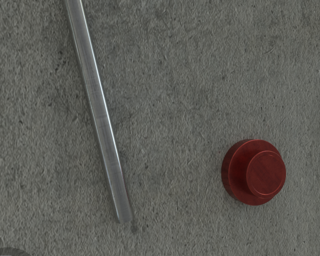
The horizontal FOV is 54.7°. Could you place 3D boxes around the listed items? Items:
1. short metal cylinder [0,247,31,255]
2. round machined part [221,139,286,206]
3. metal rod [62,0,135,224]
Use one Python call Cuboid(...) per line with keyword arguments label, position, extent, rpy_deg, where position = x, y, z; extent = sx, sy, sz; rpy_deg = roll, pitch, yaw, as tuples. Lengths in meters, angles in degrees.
Cuboid(label="short metal cylinder", position=(-0.173, 0.178, 0.332), extent=(0.081, 0.050, 0.080), rpy_deg=(0, 90, -20))
Cuboid(label="round machined part", position=(0.143, 0.065, 0.453), extent=(0.099, 0.042, 0.097), rpy_deg=(0, 90, -20))
Cuboid(label="metal rod", position=(-0.077, -0.029, 0.380), extent=(0.025, 0.025, 0.298), rpy_deg=(-14, 95, -20))
